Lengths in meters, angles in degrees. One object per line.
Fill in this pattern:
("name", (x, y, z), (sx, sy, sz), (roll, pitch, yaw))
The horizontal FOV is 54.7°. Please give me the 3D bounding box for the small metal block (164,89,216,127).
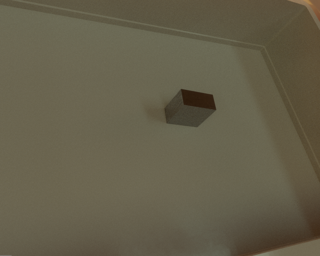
("small metal block", (0.041, -0.026, 0.429), (0.050, 0.050, 0.025), (7, 59, -25))
